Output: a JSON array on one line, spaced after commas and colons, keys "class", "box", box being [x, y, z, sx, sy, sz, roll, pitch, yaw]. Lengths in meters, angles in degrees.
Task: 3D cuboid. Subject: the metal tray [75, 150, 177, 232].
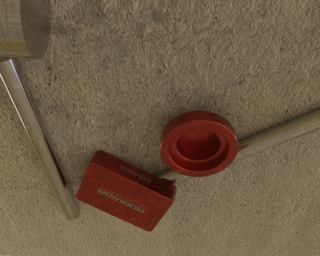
[{"class": "metal tray", "box": [-0.052, 0.097, 0.467, 0.131, 0.030, 0.089, 26, 126, -5]}]

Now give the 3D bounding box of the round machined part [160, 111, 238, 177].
[{"class": "round machined part", "box": [0.050, 0.016, 0.409, 0.099, 0.042, 0.097, 1, 128, 1]}]

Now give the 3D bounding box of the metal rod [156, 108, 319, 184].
[{"class": "metal rod", "box": [0.123, 0.026, 0.430, 0.300, 0.025, 0.025, -25, 126, 19]}]

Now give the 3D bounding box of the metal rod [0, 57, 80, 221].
[{"class": "metal rod", "box": [-0.160, 0.035, 0.435, 0.025, 0.025, 0.298, -3, 130, 2]}]

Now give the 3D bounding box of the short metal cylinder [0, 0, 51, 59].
[{"class": "short metal cylinder", "box": [-0.137, -0.105, 0.281, 0.050, 0.080, 0.079, 4, 130, -3]}]
